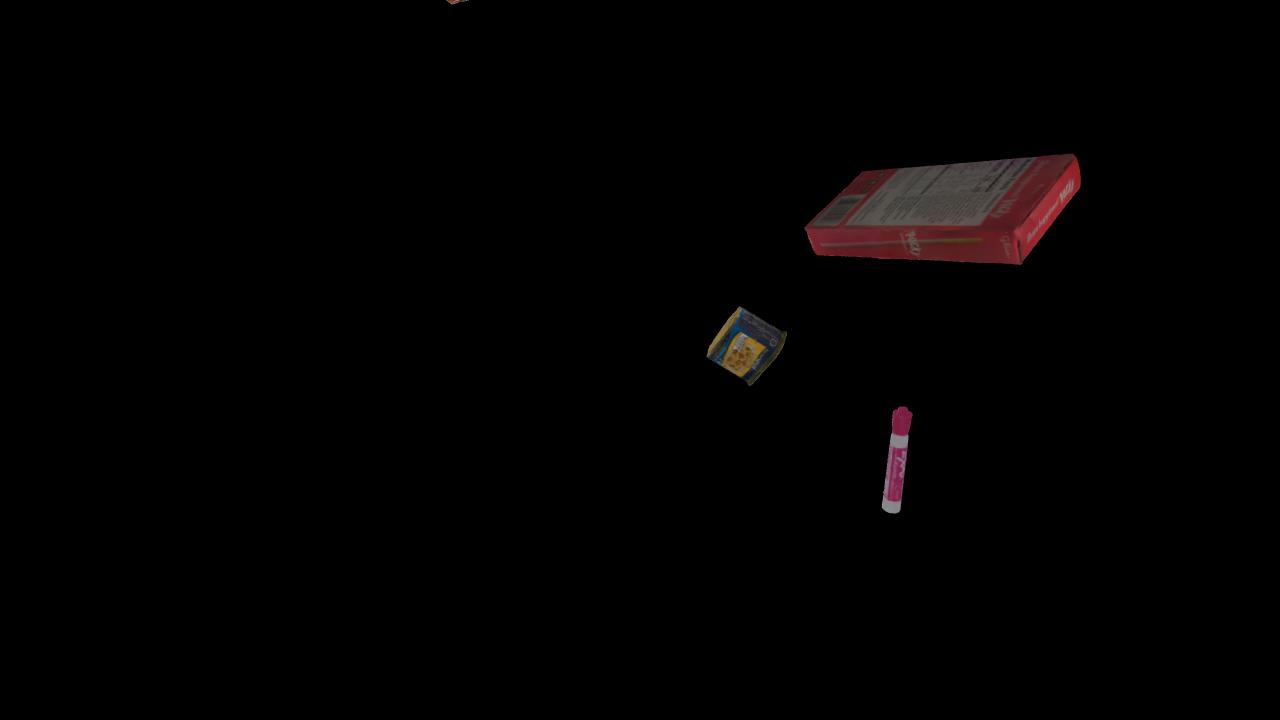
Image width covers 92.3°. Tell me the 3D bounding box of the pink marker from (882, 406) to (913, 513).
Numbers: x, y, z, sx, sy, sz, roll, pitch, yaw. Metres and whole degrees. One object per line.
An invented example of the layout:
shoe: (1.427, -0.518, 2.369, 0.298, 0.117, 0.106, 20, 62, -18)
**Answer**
pink marker: (0.270, 0.105, 0.645, 0.020, 0.121, 0.020, -2, 20, 1)

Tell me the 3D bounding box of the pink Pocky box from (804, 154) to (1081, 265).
pink Pocky box: (0.202, -0.104, 0.429, 0.084, 0.029, 0.155, -44, 32, -21)

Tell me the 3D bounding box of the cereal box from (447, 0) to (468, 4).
cereal box: (-0.196, -0.544, 0.582, 0.306, 0.203, 0.081, -45, 8, 45)

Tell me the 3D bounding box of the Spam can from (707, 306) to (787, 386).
Spam can: (0.163, -0.022, 0.957, 0.085, 0.101, 0.058, 30, 42, -2)
